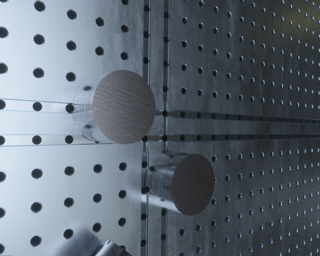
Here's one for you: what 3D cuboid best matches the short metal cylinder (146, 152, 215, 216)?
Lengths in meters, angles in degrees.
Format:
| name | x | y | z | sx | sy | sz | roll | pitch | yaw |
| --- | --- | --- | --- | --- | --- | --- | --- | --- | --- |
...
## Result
| name | x | y | z | sx | sy | sz | roll | pitch | yaw |
| --- | --- | --- | --- | --- | --- | --- | --- | --- | --- |
| short metal cylinder | 0.028 | 0.073 | 0.419 | 0.081 | 0.050 | 0.079 | 0 | 90 | -40 |

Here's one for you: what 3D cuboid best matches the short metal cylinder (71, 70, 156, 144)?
| name | x | y | z | sx | sy | sz | roll | pitch | yaw |
| --- | --- | --- | --- | --- | --- | --- | --- | --- | --- |
| short metal cylinder | -0.052 | -0.022 | 0.351 | 0.081 | 0.050 | 0.079 | 0 | 90 | -40 |

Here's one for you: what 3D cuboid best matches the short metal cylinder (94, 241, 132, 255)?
| name | x | y | z | sx | sy | sz | roll | pitch | yaw |
| --- | --- | --- | --- | --- | --- | --- | --- | --- | --- |
| short metal cylinder | -0.046 | 0.170 | 0.337 | 0.050 | 0.080 | 0.080 | -46 | 118 | -30 |
